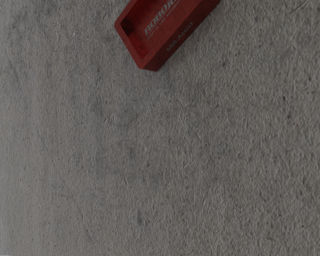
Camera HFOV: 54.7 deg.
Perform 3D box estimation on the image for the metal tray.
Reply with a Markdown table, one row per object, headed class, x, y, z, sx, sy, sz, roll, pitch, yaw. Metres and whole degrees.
| class | x | y | z | sx | sy | sz | roll | pitch | yaw |
| --- | --- | --- | --- | --- | --- | --- | --- | --- | --- |
| metal tray | 0.003 | -0.148 | 0.398 | 0.129 | 0.030 | 0.090 | -43 | 64 | 31 |
